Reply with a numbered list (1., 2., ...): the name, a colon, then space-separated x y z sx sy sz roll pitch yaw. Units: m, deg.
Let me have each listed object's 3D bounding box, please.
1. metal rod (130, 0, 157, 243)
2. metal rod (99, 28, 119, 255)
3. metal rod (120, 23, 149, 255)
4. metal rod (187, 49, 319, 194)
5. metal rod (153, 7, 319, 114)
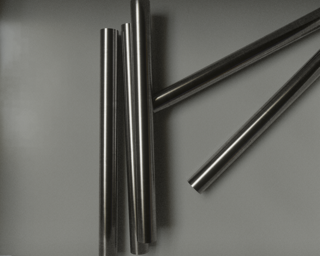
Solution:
1. metal rod: -0.021 -0.009 0.388 0.025 0.025 0.298 -2 90 0
2. metal rod: -0.068 0.021 0.410 0.025 0.025 0.298 0 90 0
3. metal rod: -0.033 0.014 0.410 0.025 0.025 0.298 -3 90 0
4. metal rod: 0.151 -0.027 0.412 0.300 0.025 0.025 -45 90 0
5. metal rod: 0.121 -0.099 0.412 0.301 0.025 0.025 -28 90 0
